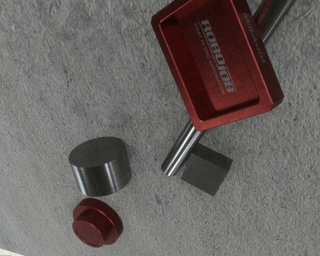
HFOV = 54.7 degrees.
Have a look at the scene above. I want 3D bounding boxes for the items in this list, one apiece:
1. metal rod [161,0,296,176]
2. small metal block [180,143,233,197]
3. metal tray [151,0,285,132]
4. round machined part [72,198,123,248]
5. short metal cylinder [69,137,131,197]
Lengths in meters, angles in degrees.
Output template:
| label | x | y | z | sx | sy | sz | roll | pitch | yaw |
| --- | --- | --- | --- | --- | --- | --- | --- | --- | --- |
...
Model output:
| label | x | y | z | sx | sy | sz | roll | pitch | yaw |
| --- | --- | --- | --- | --- | --- | --- | --- | --- | --- |
| metal rod | 0.069 | -0.045 | 0.342 | 0.025 | 0.025 | 0.298 | 33 | 129 | 6 |
| small metal block | 0.061 | 0.055 | 0.409 | 0.050 | 0.025 | 0.050 | 27 | 128 | 11 |
| metal tray | 0.053 | -0.069 | 0.305 | 0.090 | 0.030 | 0.129 | -20 | 95 | 44 |
| round machined part | -0.121 | 0.181 | 0.572 | 0.098 | 0.042 | 0.097 | 13 | 124 | 21 |
| short metal cylinder | -0.085 | 0.054 | 0.450 | 0.080 | 0.080 | 0.050 | 5 | 121 | 25 |
